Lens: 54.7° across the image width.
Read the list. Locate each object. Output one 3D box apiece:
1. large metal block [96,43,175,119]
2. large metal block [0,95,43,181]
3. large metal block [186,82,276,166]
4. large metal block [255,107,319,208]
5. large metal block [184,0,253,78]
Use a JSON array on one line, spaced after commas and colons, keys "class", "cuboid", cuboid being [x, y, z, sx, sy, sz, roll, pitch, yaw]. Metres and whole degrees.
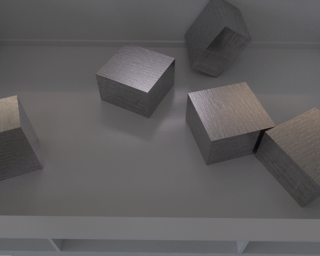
[{"class": "large metal block", "cuboid": [-0.033, -0.070, 0.448, 0.080, 0.050, 0.080, 22, 53, 17]}, {"class": "large metal block", "cuboid": [-0.189, 0.017, 0.353, 0.081, 0.080, 0.050, -16, 52, -13]}, {"class": "large metal block", "cuboid": [0.085, -0.007, 0.395, 0.081, 0.050, 0.080, -12, 51, -10]}, {"class": "large metal block", "cuboid": [0.175, 0.032, 0.363, 0.081, 0.050, 0.080, -23, 54, -18]}, {"class": "large metal block", "cuboid": [0.085, -0.139, 0.475, 0.050, 0.080, 0.080, 17, 47, -26]}]
